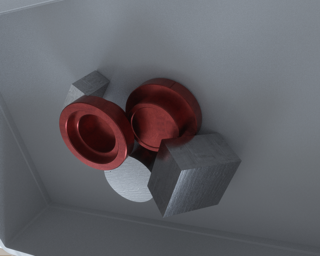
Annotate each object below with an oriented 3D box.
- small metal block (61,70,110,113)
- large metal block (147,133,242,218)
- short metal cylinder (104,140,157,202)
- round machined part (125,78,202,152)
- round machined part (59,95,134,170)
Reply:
[{"bbox_3d":[-0.099,-0.043,0.414,0.025,0.050,0.050,38,129,2],"label":"small metal block"},{"bbox_3d":[0.039,0.056,0.375,0.050,0.081,0.079,57,142,42],"label":"large metal block"},{"bbox_3d":[-0.031,0.058,0.441,0.080,0.050,0.079,13,124,20],"label":"short metal cylinder"},{"bbox_3d":[-0.001,-0.009,0.387,0.098,0.042,0.097,13,124,20],"label":"round machined part"},{"bbox_3d":[-0.076,0.003,0.398,0.098,0.042,0.097,13,124,20],"label":"round machined part"}]
